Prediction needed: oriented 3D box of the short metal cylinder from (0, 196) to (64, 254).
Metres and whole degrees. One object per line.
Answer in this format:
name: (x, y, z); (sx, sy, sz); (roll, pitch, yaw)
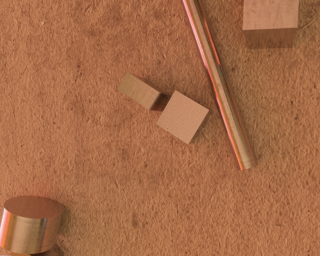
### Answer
short metal cylinder: (-0.185, 0.136, 0.445); (0.080, 0.080, 0.050); (15, 95, 19)

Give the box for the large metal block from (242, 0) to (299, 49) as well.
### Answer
large metal block: (0.122, -0.136, 0.337); (0.050, 0.080, 0.079); (3, 91, 20)

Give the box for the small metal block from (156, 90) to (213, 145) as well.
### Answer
small metal block: (0.031, -0.014, 0.398); (0.050, 0.025, 0.050); (33, 101, 17)

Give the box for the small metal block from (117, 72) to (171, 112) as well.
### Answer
small metal block: (-0.019, -0.046, 0.402); (0.050, 0.050, 0.025); (34, 101, 16)

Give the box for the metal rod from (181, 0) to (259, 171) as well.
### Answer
metal rod: (0.061, -0.094, 0.387); (0.025, 0.025, 0.299); (-20, 84, 19)

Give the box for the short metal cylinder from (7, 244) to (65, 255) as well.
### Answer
short metal cylinder: (-0.188, 0.214, 0.462); (0.080, 0.050, 0.080); (0, 90, 20)
